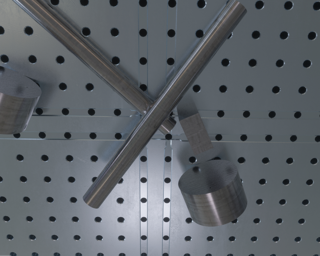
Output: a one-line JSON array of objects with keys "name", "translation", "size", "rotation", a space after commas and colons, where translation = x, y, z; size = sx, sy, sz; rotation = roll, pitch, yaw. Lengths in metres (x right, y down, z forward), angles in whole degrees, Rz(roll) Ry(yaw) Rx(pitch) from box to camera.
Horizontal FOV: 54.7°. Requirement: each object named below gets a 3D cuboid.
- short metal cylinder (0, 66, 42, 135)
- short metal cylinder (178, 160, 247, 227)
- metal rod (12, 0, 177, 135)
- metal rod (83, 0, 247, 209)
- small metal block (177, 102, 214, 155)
[{"name": "short metal cylinder", "translation": [-0.191, -0.036, 0.369], "size": [0.080, 0.080, 0.050], "rotation": [27, 108, -10]}, {"name": "short metal cylinder", "translation": [0.071, 0.085, 0.416], "size": [0.080, 0.080, 0.050], "rotation": [-19, 109, 6]}, {"name": "metal rod", "translation": [-0.096, -0.097, 0.376], "size": [0.300, 0.025, 0.025], "rotation": [42, 105, -14]}, {"name": "metal rod", "translation": [0.002, -0.024, 0.379], "size": [0.025, 0.025, 0.299], "rotation": [36, 97, -12]}, {"name": "small metal block", "translation": [0.045, -0.001, 0.400], "size": [0.025, 0.050, 0.050], "rotation": [-23, 109, 8]}]
